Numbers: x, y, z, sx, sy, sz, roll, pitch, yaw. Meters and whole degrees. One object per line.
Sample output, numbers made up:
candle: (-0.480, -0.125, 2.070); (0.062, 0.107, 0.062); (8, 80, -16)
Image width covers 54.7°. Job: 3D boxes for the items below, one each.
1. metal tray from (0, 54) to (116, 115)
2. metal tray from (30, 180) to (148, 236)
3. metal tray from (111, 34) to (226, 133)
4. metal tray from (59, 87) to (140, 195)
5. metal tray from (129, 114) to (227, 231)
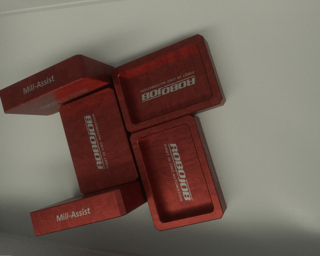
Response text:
metal tray: (-0.132, -0.053, 0.417); (0.130, 0.090, 0.030); (-19, 84, 18)
metal tray: (-0.086, 0.100, 0.402); (0.130, 0.090, 0.030); (-18, 84, 18)
metal tray: (0.009, -0.054, 0.402); (0.130, 0.030, 0.090); (-18, 84, 18)
metal tray: (-0.081, 0.019, 0.432); (0.090, 0.030, 0.129); (-18, 84, 18)
metal tray: (0.022, 0.057, 0.397); (0.090, 0.030, 0.129); (-18, 84, 18)
